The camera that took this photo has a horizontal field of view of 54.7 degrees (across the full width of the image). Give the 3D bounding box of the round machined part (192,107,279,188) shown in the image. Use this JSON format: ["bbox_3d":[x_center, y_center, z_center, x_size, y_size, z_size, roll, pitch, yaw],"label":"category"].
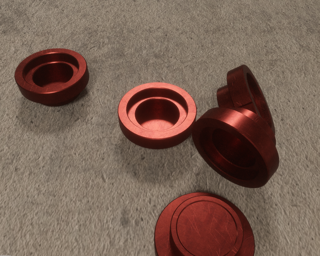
[{"bbox_3d":[0.086,0.016,0.342,0.098,0.098,0.042,35,62,25],"label":"round machined part"}]

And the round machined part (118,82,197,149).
[{"bbox_3d":[-0.003,-0.011,0.402,0.099,0.042,0.098,0,50,0],"label":"round machined part"}]

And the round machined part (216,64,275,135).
[{"bbox_3d":[0.106,-0.027,0.392,0.042,0.098,0.098,-23,44,27],"label":"round machined part"}]

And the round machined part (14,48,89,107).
[{"bbox_3d":[-0.152,-0.069,0.448,0.099,0.042,0.098,0,50,0],"label":"round machined part"}]

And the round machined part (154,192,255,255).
[{"bbox_3d":[0.044,0.106,0.303,0.099,0.042,0.098,0,50,0],"label":"round machined part"}]
